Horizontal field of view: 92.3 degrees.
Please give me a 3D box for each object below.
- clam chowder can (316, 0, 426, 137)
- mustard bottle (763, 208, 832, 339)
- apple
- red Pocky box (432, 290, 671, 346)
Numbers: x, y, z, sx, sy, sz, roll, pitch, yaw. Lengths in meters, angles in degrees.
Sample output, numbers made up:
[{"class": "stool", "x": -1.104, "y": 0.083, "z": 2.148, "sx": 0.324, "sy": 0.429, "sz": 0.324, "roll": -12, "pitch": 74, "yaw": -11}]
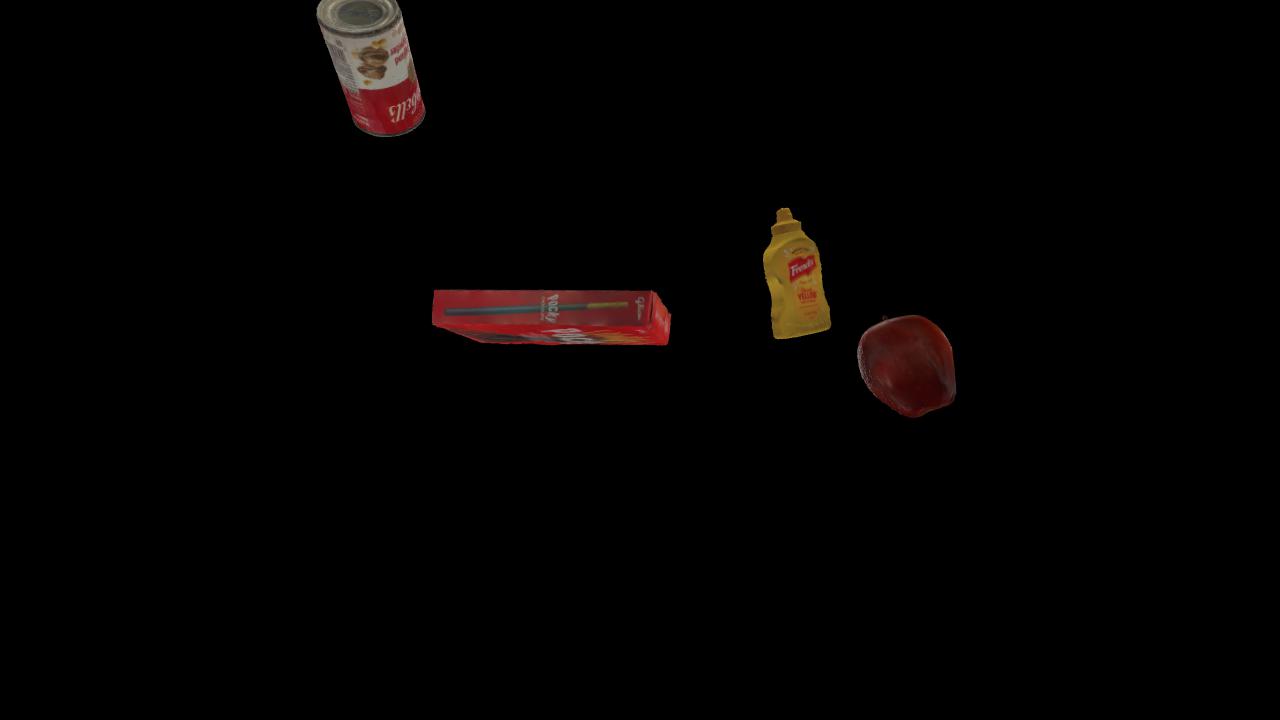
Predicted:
[{"class": "clam chowder can", "x": -0.236, "y": -0.262, "z": 0.546, "sx": 0.068, "sy": 0.068, "sz": 0.102, "roll": 0, "pitch": -30, "yaw": -6}, {"class": "mustard bottle", "x": 0.220, "y": -0.127, "z": 0.885, "sx": 0.092, "sy": 0.184, "sz": 0.054, "roll": -12, "pitch": 5, "yaw": -18}, {"class": "apple", "x": 0.234, "y": 0.003, "z": 0.541, "sx": 0.079, "sy": 0.093, "sz": 0.079, "roll": -20, "pitch": -14, "yaw": -5}, {"class": "red Pocky box", "x": -0.059, "y": -0.029, "z": 0.440, "sx": 0.155, "sy": 0.028, "sz": 0.083, "roll": 1, "pitch": -8, "yaw": 11}]
